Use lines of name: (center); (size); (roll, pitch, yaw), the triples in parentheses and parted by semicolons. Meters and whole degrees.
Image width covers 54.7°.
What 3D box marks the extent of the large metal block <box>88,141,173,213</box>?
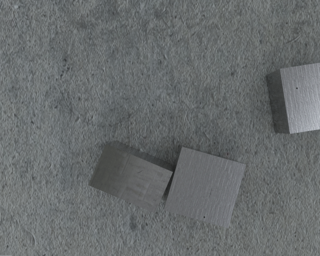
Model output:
large metal block: (-0.033, 0.056, 0.382); (0.080, 0.080, 0.050); (23, 90, 0)

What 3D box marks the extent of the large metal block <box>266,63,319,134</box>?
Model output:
large metal block: (0.191, -0.038, 0.399); (0.080, 0.050, 0.080); (-9, 90, 0)

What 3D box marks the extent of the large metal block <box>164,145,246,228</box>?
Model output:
large metal block: (0.054, 0.071, 0.398); (0.080, 0.050, 0.080); (16, 90, 0)
